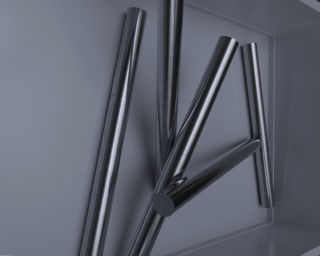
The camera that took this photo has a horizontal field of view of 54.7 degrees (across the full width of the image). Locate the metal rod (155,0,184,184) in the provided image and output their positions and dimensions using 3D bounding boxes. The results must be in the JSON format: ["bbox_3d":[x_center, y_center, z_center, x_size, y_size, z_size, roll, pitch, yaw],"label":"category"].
[{"bbox_3d":[0.009,-0.046,0.343,0.025,0.025,0.298,-24,128,-38],"label":"metal rod"}]

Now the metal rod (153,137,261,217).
[{"bbox_3d":[0.085,0.052,0.427,0.302,0.025,0.025,-16,101,-56],"label":"metal rod"}]

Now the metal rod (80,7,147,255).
[{"bbox_3d":[-0.053,0.003,0.363,0.025,0.025,0.299,16,80,-39],"label":"metal rod"}]

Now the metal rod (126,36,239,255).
[{"bbox_3d":[0.023,0.033,0.363,0.025,0.025,0.299,26,86,-38],"label":"metal rod"}]

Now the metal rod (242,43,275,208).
[{"bbox_3d":[0.179,0.000,0.560,0.025,0.025,0.298,-16,100,-39],"label":"metal rod"}]
